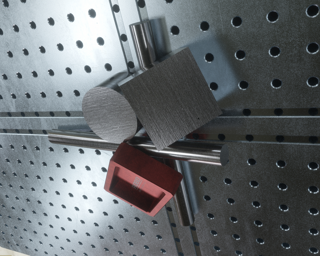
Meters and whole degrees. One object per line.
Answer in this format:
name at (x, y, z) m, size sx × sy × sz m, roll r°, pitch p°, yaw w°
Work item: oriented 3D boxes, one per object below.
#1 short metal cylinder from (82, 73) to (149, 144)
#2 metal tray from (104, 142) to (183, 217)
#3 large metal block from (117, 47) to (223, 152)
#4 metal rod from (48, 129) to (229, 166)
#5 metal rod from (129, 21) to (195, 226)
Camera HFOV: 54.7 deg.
short metal cylinder at (-0.054, -0.026, 0.407) m, size 0.080 × 0.050 × 0.079 m, roll 13°, pitch 124°, yaw 21°
metal tray at (-0.029, 0.078, 0.438) m, size 0.090 × 0.030 × 0.129 m, roll 29°, pitch 149°, yaw 2°
large metal block at (0.009, -0.033, 0.344) m, size 0.080 × 0.050 × 0.080 m, roll -31°, pitch 105°, yaw -3°
metal rod at (-0.052, 0.022, 0.431) m, size 0.300 × 0.025 × 0.025 m, roll 4°, pitch 121°, yaw 34°
metal rod at (0.009, 0.012, 0.414) m, size 0.025 × 0.025 × 0.298 m, roll 1°, pitch 119°, yaw 28°
